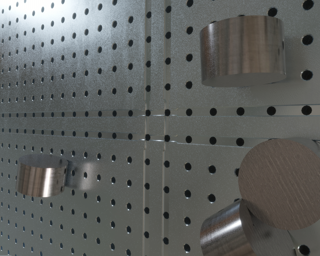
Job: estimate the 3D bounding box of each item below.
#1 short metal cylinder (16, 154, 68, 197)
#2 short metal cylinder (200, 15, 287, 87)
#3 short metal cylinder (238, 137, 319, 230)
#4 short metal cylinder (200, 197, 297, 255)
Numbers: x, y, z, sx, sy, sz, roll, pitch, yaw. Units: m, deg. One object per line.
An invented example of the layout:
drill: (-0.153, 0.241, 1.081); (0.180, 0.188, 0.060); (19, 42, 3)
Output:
short metal cylinder: (-0.205, 0.081, 0.539); (0.080, 0.081, 0.050); (17, 101, 38)
short metal cylinder: (0.081, -0.071, 0.306); (0.080, 0.081, 0.050); (-3, 88, 39)
short metal cylinder: (0.122, 0.049, 0.292); (0.080, 0.050, 0.079); (0, 90, 39)
short metal cylinder: (0.086, 0.113, 0.302); (0.050, 0.081, 0.080); (-42, 65, 32)
